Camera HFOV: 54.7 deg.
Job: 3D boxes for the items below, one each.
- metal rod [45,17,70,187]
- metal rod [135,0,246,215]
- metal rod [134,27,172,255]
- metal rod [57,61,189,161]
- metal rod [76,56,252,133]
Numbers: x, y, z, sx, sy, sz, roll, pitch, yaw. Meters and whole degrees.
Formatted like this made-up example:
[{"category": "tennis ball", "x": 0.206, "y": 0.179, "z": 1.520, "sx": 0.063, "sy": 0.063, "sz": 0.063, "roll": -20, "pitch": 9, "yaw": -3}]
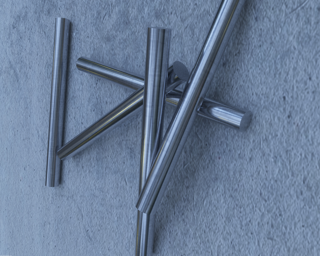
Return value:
[{"category": "metal rod", "x": -0.184, "y": -0.043, "z": 0.557, "sx": 0.025, "sy": 0.025, "sz": 0.298, "roll": 9, "pitch": 95, "yaw": 39}, {"category": "metal rod", "x": 0.040, "y": -0.044, "z": 0.341, "sx": 0.025, "sy": 0.025, "sz": 0.298, "roll": 27, "pitch": 97, "yaw": 37}, {"category": "metal rod", "x": -0.011, "y": 0.036, "z": 0.370, "sx": 0.025, "sy": 0.025, "sz": 0.298, "roll": 22, "pitch": 118, "yaw": 38}, {"category": "metal rod", "x": -0.072, "y": -0.009, "z": 0.444, "sx": 0.299, "sy": 0.025, "sz": 0.025, "roll": -30, "pitch": 72, "yaw": 42}, {"category": "metal rod", "x": -0.018, "y": -0.056, "z": 0.419, "sx": 0.300, "sy": 0.025, "sz": 0.025, "roll": 24, "pitch": 105, "yaw": 37}]
